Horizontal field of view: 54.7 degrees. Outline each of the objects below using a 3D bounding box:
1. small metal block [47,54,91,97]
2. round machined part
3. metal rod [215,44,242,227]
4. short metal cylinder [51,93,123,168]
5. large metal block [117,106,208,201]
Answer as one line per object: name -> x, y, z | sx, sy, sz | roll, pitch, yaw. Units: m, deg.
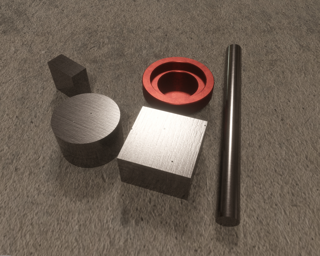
small metal block -> -0.129, -0.071, 0.445 | 0.050, 0.050, 0.025 | 31, 57, 23
round machined part -> 0.025, -0.054, 0.438 | 0.099, 0.042, 0.098 | 0, 50, 0
metal rod -> 0.096, -0.016, 0.417 | 0.025, 0.025, 0.300 | 8, 50, 6
short metal cylinder -> -0.088, 0.002, 0.384 | 0.081, 0.050, 0.080 | 0, 50, 0
large metal block -> 0.005, 0.028, 0.364 | 0.080, 0.050, 0.080 | 14, 51, 11
